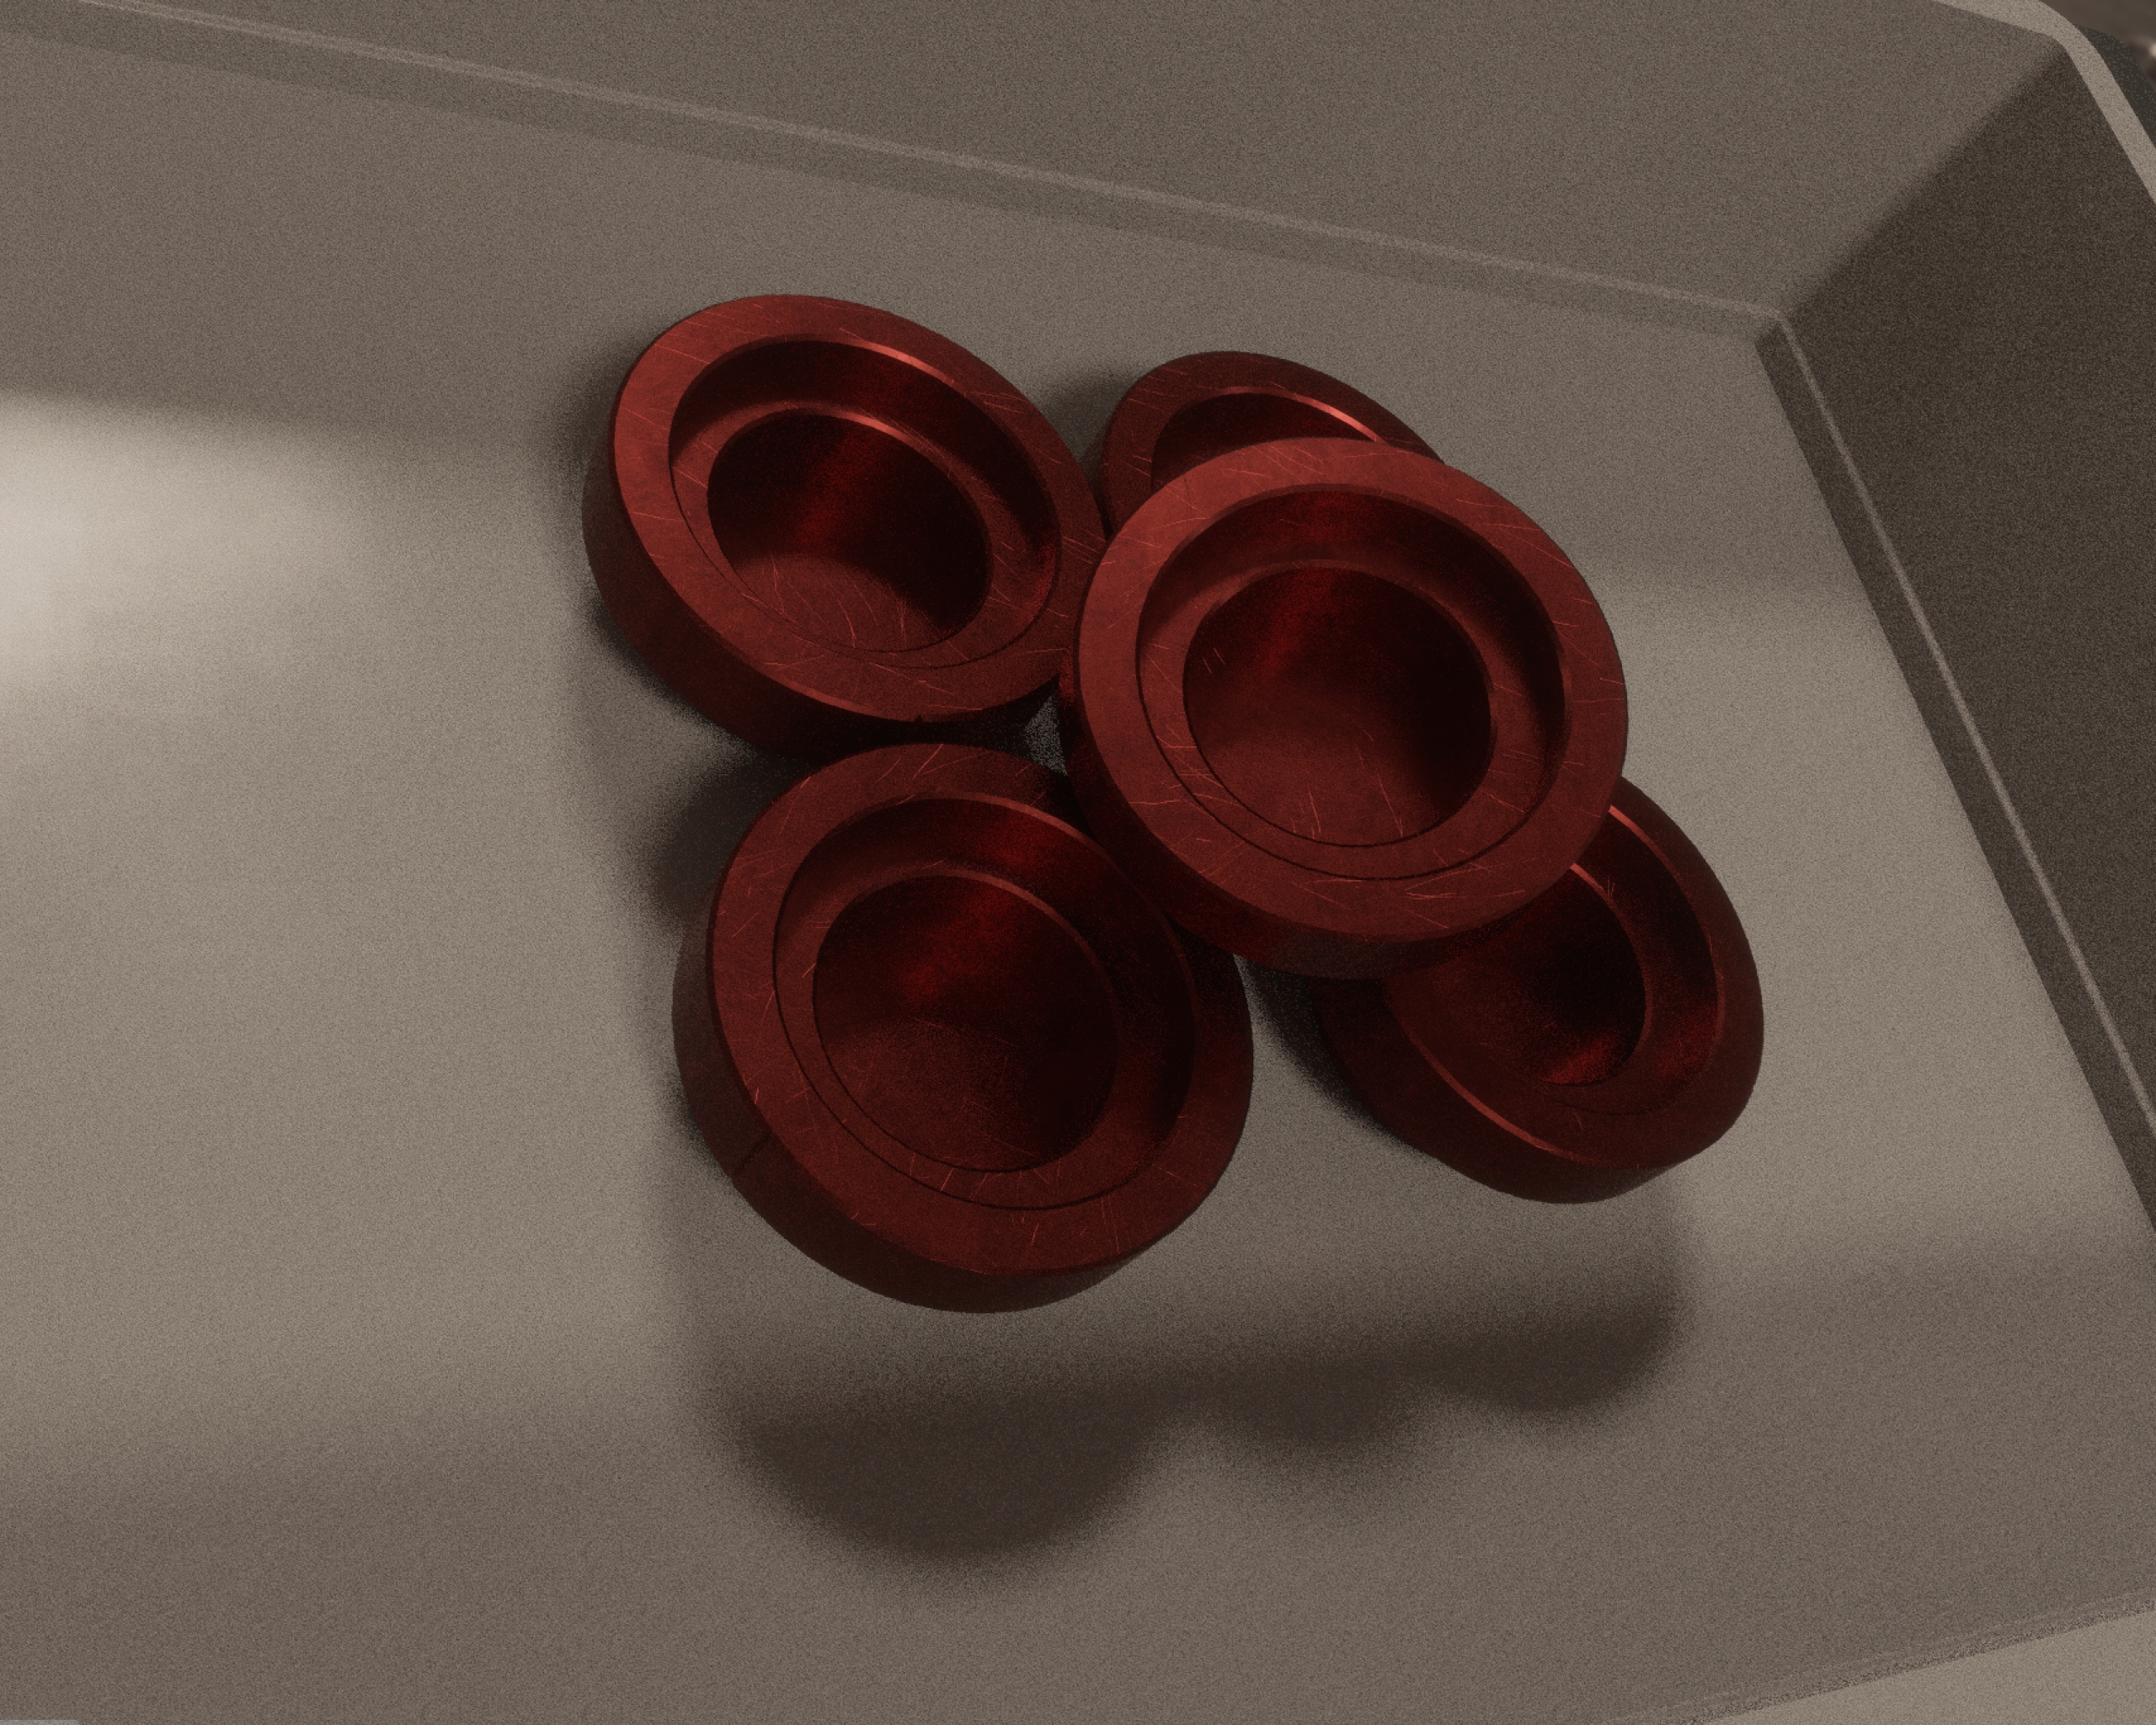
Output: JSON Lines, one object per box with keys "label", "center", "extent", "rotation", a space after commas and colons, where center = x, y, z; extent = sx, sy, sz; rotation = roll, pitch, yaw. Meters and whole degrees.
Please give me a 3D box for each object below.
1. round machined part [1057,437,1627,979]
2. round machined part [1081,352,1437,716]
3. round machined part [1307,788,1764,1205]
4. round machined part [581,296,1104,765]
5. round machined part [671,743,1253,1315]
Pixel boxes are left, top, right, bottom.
{"label": "round machined part", "center": [0.045, -0.025, 0.379], "extent": [0.099, 0.042, 0.098], "rotation": [3, 68, -8]}
{"label": "round machined part", "center": [0.041, -0.059, 0.453], "extent": [0.099, 0.042, 0.098], "rotation": [14, 56, -21]}
{"label": "round machined part", "center": [0.087, 0.024, 0.427], "extent": [0.099, 0.042, 0.098], "rotation": [14, 56, -21]}
{"label": "round machined part", "center": [-0.047, -0.058, 0.404], "extent": [0.099, 0.042, 0.098], "rotation": [14, 56, -21]}
{"label": "round machined part", "center": [-0.023, 0.031, 0.363], "extent": [0.099, 0.042, 0.098], "rotation": [14, 56, -21]}
